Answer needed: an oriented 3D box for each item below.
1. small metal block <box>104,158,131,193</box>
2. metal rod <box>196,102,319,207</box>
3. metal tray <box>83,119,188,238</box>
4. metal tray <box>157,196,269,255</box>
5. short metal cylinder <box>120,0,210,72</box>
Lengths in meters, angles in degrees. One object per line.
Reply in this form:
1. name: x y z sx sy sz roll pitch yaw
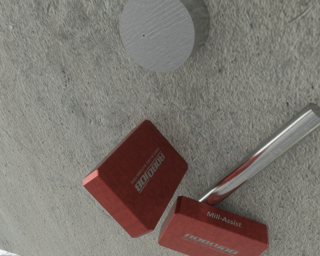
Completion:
1. small metal block: -0.063 0.073 0.483 0.050 0.025 0.050 22 127 14
2. metal rod: 0.088 0.075 0.405 0.025 0.025 0.298 39 129 1
3. metal tray: -0.023 0.056 0.383 0.030 0.131 0.090 -36 98 36
4. metal tray: 0.072 0.151 0.435 0.131 0.030 0.089 20 131 -2
5. short metal cylinder: 0.006 -0.104 0.322 0.080 0.050 0.079 13 124 20
